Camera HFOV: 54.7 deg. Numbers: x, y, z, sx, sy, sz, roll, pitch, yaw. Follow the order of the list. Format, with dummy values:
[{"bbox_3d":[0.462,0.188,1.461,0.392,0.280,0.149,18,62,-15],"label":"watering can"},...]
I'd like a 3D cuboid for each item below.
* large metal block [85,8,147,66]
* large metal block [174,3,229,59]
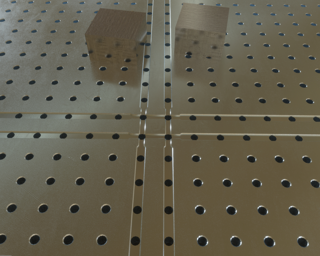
[{"bbox_3d":[-0.070,-0.154,0.520,0.080,0.050,0.080,8,50,6],"label":"large metal block"},{"bbox_3d":[0.072,-0.169,0.534,0.080,0.050,0.080,9,51,7],"label":"large metal block"}]
